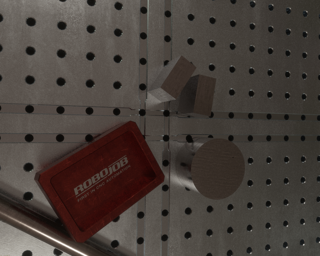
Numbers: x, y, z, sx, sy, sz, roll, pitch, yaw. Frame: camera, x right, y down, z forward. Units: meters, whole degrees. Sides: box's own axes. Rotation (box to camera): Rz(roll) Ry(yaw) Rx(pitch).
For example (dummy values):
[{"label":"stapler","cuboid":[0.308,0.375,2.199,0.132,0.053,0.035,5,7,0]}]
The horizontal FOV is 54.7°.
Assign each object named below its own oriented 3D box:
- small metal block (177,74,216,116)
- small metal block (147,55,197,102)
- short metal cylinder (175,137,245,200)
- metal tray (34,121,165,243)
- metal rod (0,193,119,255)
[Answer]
[{"label":"small metal block","cuboid":[0.049,-0.042,0.419,0.025,0.050,0.050,10,87,-20]},{"label":"small metal block","cuboid":[0.015,-0.063,0.406,0.025,0.050,0.050,36,78,-17]},{"label":"short metal cylinder","cuboid":[0.068,0.053,0.426,0.081,0.050,0.079,0,90,-20]},{"label":"metal tray","cuboid":[-0.067,0.060,0.373,0.131,0.030,0.090,-33,101,-28]},{"label":"metal rod","cuboid":[-0.080,0.158,0.383,0.301,0.025,0.025,35,79,-17]}]
